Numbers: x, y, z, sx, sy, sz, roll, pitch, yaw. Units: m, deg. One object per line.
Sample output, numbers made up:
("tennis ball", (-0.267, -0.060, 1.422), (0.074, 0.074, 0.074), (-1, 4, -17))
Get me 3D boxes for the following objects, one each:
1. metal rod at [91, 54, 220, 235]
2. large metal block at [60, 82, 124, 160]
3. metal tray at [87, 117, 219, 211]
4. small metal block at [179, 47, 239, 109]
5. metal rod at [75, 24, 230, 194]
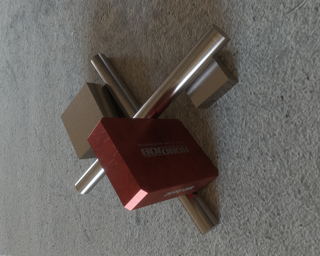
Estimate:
("metal rod", (-0.018, 0.005, 0.420), (0.025, 0.025, 0.299), (-49, 61, 28))
("large metal block", (-0.095, -0.010, 0.465), (0.080, 0.050, 0.080), (-44, 64, 31))
("metal tray", (-0.002, 0.032, 0.337), (0.030, 0.131, 0.090), (-50, 60, 29))
("small metal block", (0.054, -0.057, 0.360), (0.050, 0.025, 0.050), (-43, 65, 31))
("metal rod", (-0.026, -0.005, 0.393), (0.299, 0.025, 0.025), (-46, 63, 29))
